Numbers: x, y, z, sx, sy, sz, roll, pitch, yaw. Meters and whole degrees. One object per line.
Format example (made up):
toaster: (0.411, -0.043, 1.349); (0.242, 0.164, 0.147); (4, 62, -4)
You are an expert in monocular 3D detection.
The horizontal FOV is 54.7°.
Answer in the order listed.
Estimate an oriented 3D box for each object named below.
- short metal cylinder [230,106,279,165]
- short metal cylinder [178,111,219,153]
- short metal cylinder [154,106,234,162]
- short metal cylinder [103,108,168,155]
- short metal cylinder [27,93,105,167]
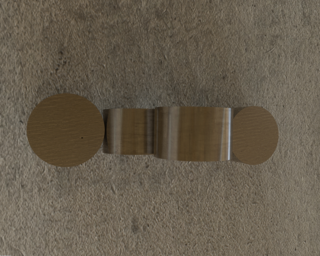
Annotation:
short metal cylinder: (0.119, 0.010, 0.440); (0.081, 0.050, 0.080); (0, 91, -21)
short metal cylinder: (0.048, 0.005, 0.399); (0.081, 0.080, 0.050); (0, 89, -20)
short metal cylinder: (0.034, 0.005, 0.320); (0.081, 0.080, 0.050); (1, 91, -20)
short metal cylinder: (-0.028, 0.004, 0.371); (0.081, 0.080, 0.050); (0, 90, -20)
short metal cylinder: (-0.109, 0.002, 0.357); (0.081, 0.050, 0.080); (0, 90, -21)
